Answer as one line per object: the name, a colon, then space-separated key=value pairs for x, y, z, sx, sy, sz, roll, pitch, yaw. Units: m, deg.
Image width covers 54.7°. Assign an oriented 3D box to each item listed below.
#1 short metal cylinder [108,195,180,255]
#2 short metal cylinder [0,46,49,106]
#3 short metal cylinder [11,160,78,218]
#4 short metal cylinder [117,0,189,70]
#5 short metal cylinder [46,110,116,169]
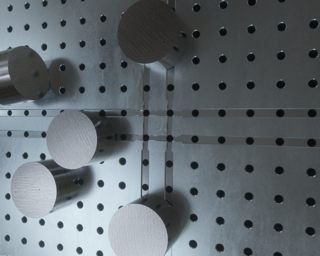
short metal cylinder: x=-0.020 y=0.133 z=0.406 sx=0.080 sy=0.050 sz=0.079 roll=0 pitch=90 yaw=20
short metal cylinder: x=-0.212 y=-0.076 z=0.458 sx=0.050 sy=0.080 sz=0.080 roll=-8 pitch=88 yaw=20
short metal cylinder: x=-0.170 y=0.087 z=0.459 sx=0.080 sy=0.050 sz=0.079 roll=0 pitch=90 yaw=20
short metal cylinder: x=-0.007 y=-0.119 z=0.402 sx=0.080 sy=0.050 sz=0.079 roll=0 pitch=90 yaw=20
short metal cylinder: x=-0.111 y=0.015 z=0.438 sx=0.080 sy=0.050 sz=0.079 roll=0 pitch=90 yaw=20
